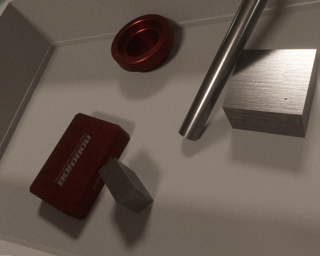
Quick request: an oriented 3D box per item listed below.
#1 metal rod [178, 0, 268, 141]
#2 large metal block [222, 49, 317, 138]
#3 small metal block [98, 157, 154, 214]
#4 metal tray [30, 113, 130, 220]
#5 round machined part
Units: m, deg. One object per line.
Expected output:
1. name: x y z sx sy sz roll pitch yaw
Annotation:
1. metal rod: 0.095 -0.120 0.343 0.025 0.025 0.298 38 110 38
2. large metal block: 0.126 -0.041 0.348 0.080 0.050 0.080 9 66 31
3. small metal block: -0.040 0.069 0.367 0.025 0.050 0.050 -41 51 0
4. metal tray: -0.111 0.048 0.429 0.090 0.030 0.130 17 70 34
5. round machined part: -0.023 -0.126 0.483 0.098 0.042 0.098 -13 56 20
